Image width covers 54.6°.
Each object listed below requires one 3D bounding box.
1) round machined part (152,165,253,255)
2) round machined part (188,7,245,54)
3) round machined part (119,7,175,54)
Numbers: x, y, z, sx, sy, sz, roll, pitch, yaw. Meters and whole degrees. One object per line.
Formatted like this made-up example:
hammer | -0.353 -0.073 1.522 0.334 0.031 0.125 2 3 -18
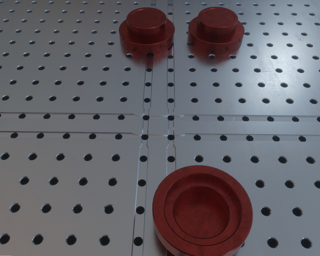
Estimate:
round machined part | 0.042 0.091 0.321 0.099 0.042 0.098 0 50 0
round machined part | 0.099 -0.178 0.547 0.099 0.042 0.098 0 50 0
round machined part | -0.023 -0.176 0.545 0.099 0.042 0.098 0 50 0
